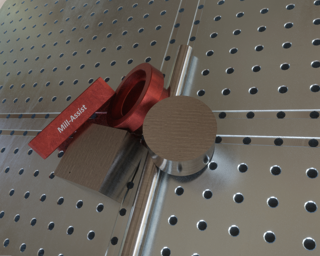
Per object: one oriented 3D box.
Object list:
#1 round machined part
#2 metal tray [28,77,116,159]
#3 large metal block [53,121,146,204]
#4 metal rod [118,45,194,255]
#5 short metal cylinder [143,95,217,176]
[{"bbox_3d":[-0.026,-0.035,0.416,0.098,0.042,0.098,-37,36,34],"label":"round machined part"},{"bbox_3d":[-0.123,-0.018,0.449,0.130,0.030,0.090,-44,13,-2],"label":"metal tray"},{"bbox_3d":[-0.078,0.043,0.407,0.080,0.050,0.080,11,67,32],"label":"large metal block"},{"bbox_3d":[0.001,0.016,0.398,0.025,0.025,0.300,1,62,29],"label":"metal rod"},{"bbox_3d":[0.023,0.010,0.357,0.080,0.050,0.080,-2,64,4],"label":"short metal cylinder"}]
